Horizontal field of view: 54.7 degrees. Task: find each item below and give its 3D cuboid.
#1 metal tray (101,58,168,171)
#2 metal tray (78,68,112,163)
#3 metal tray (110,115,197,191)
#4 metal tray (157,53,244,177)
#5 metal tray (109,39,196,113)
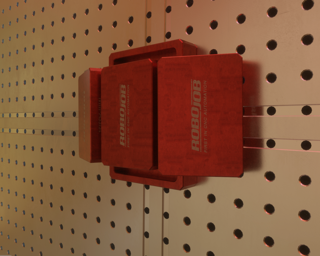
[{"bbox_3d":[-0.034,-0.016,0.392,0.090,0.030,0.129,0,90,39],"label":"metal tray"},{"bbox_3d":[-0.098,-0.017,0.461,0.090,0.030,0.129,180,90,-65],"label":"metal tray"},{"bbox_3d":[-0.013,0.029,0.415,0.130,0.030,0.089,1,91,39],"label":"metal tray"},{"bbox_3d":[0.045,-0.013,0.343,0.090,0.030,0.129,-1,90,12],"label":"metal tray"},{"bbox_3d":[-0.014,-0.062,0.415,0.130,0.030,0.089,1,91,39],"label":"metal tray"}]
